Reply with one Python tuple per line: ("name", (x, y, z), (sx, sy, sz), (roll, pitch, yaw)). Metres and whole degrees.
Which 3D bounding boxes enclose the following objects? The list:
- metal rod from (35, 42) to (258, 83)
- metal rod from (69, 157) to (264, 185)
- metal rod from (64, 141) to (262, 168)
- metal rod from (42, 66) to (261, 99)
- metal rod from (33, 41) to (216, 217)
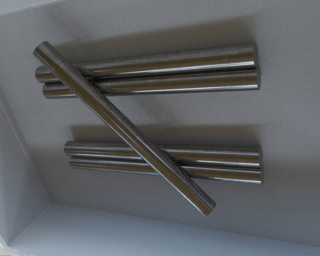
("metal rod", (-0.037, -0.075, 0.379), (0.300, 0.025, 0.025), (1, 119, 27))
("metal rod", (-0.009, 0.056, 0.445), (0.300, 0.025, 0.025), (0, 119, 28))
("metal rod", (-0.014, 0.034, 0.435), (0.300, 0.025, 0.025), (0, 119, 28))
("metal rod", (-0.031, -0.053, 0.390), (0.300, 0.025, 0.025), (1, 119, 27))
("metal rod", (-0.043, 0.003, 0.400), (0.300, 0.025, 0.025), (44, 129, -3))
